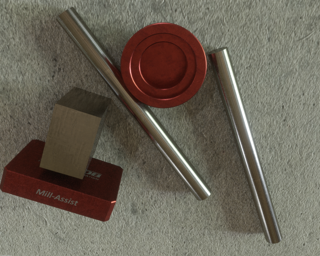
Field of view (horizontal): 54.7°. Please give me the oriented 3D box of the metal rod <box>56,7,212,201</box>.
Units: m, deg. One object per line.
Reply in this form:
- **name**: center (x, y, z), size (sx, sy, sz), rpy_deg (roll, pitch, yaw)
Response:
- **metal rod**: center (-0.024, -0.019, 0.402), size (0.025, 0.025, 0.300), rpy_deg (-34, 107, 11)

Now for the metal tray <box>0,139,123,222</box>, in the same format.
- **metal tray**: center (-0.118, 0.064, 0.396), size (0.131, 0.090, 0.030), rpy_deg (19, 109, -8)

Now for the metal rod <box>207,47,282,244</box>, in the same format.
- **metal rod**: center (0.122, 0.037, 0.425), size (0.025, 0.025, 0.298), rpy_deg (-19, 109, 6)

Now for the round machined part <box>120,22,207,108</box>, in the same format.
- **round machined part**: center (0.004, -0.076, 0.373), size (0.099, 0.042, 0.097), rpy_deg (0, 110, -1)

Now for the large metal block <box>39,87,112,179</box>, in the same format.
- **large metal block**: center (-0.100, 0.003, 0.380), size (0.050, 0.080, 0.079), rpy_deg (18, 109, -7)
